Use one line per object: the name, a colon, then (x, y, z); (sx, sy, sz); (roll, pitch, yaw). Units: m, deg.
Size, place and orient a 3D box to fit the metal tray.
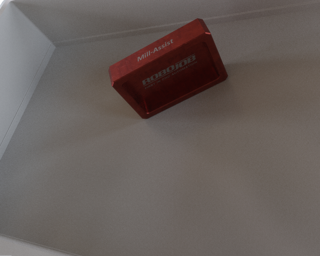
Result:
metal tray: (0.013, -0.070, 0.399); (0.130, 0.090, 0.030); (-26, 53, 11)
